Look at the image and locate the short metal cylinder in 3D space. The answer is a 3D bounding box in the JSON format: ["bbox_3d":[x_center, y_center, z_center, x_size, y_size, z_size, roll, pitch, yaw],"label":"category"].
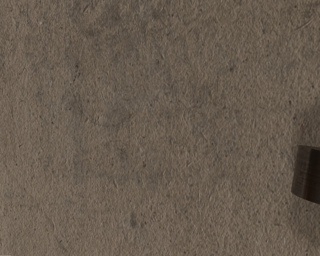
[{"bbox_3d":[0.181,0.049,0.316,0.080,0.080,0.050,9,93,19],"label":"short metal cylinder"}]
